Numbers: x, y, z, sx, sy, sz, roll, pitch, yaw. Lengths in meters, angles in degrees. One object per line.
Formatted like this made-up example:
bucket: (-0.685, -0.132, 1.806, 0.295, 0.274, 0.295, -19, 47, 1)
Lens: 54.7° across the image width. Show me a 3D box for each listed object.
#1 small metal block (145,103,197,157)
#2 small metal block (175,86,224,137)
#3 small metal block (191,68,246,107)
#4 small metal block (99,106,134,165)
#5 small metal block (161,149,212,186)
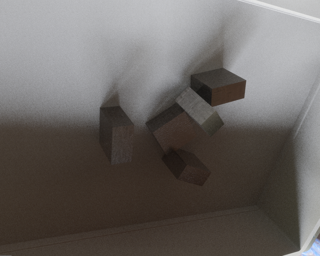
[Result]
small metal block: (0.016, 0.003, 0.421, 0.050, 0.025, 0.050, -34, 130, -6)
small metal block: (0.052, -0.020, 0.401, 0.025, 0.050, 0.050, -45, 151, 3)
small metal block: (0.074, -0.054, 0.402, 0.050, 0.050, 0.025, -16, 124, -20)
small metal block: (-0.053, 0.008, 0.370, 0.025, 0.050, 0.050, -8, 122, -25)
small metal block: (0.038, 0.055, 0.449, 0.050, 0.050, 0.025, 21, 107, -37)
